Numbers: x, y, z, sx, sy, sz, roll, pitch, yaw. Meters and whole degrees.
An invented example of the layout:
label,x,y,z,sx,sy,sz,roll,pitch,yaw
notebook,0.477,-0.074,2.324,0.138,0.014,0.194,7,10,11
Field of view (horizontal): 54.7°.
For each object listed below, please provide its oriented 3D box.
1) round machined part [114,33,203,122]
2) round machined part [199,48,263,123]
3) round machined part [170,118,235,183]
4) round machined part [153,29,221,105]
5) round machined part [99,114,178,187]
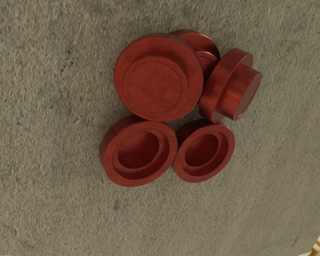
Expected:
label,x,y,z,sx,sy,sz,roll,pitch,yaw
round machined part,-0.003,-0.050,0.336,0.099,0.042,0.097,3,117,7
round machined part,0.094,-0.048,0.393,0.098,0.042,0.097,-46,155,-28
round machined part,0.055,0.027,0.446,0.099,0.042,0.097,-14,125,-21
round machined part,0.034,-0.066,0.376,0.099,0.042,0.097,-14,125,-21
round machined part,-0.030,0.024,0.397,0.099,0.042,0.097,-14,125,-21
